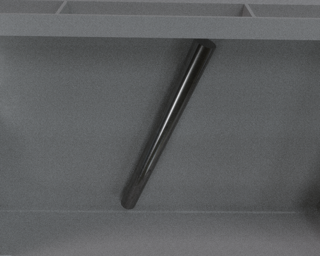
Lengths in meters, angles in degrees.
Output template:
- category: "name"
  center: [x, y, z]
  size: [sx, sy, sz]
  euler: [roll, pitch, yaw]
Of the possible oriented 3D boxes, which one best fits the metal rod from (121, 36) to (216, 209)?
- category: "metal rod"
  center: [-0.002, 0.016, 0.419]
  size: [0.025, 0.025, 0.298]
  euler: [15, 129, -13]
